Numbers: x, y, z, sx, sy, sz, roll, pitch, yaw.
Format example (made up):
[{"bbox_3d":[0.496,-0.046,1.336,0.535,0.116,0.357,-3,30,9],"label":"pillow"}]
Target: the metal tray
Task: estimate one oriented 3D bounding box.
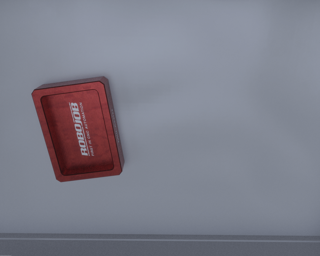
[{"bbox_3d":[-0.103,0.003,0.408,0.090,0.030,0.129,-8,110,2],"label":"metal tray"}]
